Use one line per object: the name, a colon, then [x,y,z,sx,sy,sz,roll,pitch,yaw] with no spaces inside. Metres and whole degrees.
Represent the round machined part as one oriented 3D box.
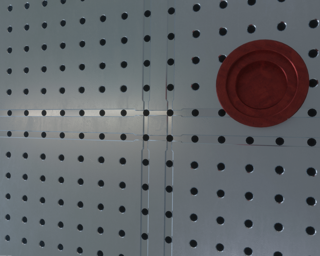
round machined part: [0.118,-0.049,0.362,0.098,0.042,0.097,0,90,20]
